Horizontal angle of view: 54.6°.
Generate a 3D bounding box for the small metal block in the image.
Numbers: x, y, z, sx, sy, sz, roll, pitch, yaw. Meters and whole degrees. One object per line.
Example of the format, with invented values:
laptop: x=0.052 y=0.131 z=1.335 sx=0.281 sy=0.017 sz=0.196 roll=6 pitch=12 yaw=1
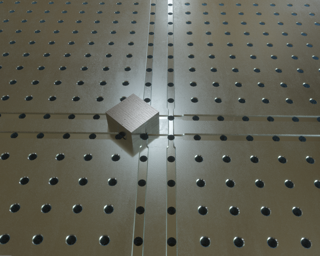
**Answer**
small metal block: x=-0.036 y=-0.013 z=0.419 sx=0.050 sy=0.025 sz=0.050 roll=36 pitch=59 yaw=26
